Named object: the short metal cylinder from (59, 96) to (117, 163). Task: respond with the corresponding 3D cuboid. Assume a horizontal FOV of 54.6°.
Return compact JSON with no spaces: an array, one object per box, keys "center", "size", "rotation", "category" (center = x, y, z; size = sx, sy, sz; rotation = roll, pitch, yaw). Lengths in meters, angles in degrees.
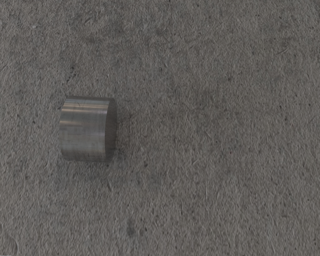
[{"center":[-0.084,0.001,0.378],"size":[0.050,0.080,0.080],"rotation":[3,70,1],"category":"short metal cylinder"}]
